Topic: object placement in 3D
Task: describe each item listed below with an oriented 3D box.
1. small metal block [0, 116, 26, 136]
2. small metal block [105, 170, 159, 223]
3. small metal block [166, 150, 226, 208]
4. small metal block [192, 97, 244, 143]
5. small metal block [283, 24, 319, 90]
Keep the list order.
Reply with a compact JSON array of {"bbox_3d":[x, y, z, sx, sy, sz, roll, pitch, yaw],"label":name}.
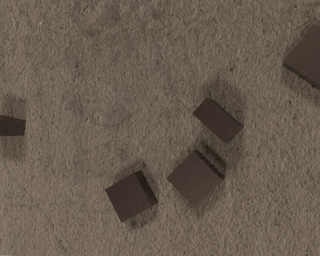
[{"bbox_3d":[-0.248,-0.005,0.481,0.050,0.050,0.025,11,94,19],"label":"small metal block"},{"bbox_3d":[-0.039,0.092,0.422,0.050,0.025,0.050,-32,80,17],"label":"small metal block"},{"bbox_3d":[0.046,0.063,0.392,0.050,0.025,0.050,46,104,14],"label":"small metal block"},{"bbox_3d":[0.071,-0.009,0.370,0.050,0.050,0.025,44,104,14],"label":"small metal block"},{"bbox_3d":[0.176,-0.079,0.347,0.050,0.025,0.050,41,102,15],"label":"small metal block"}]
